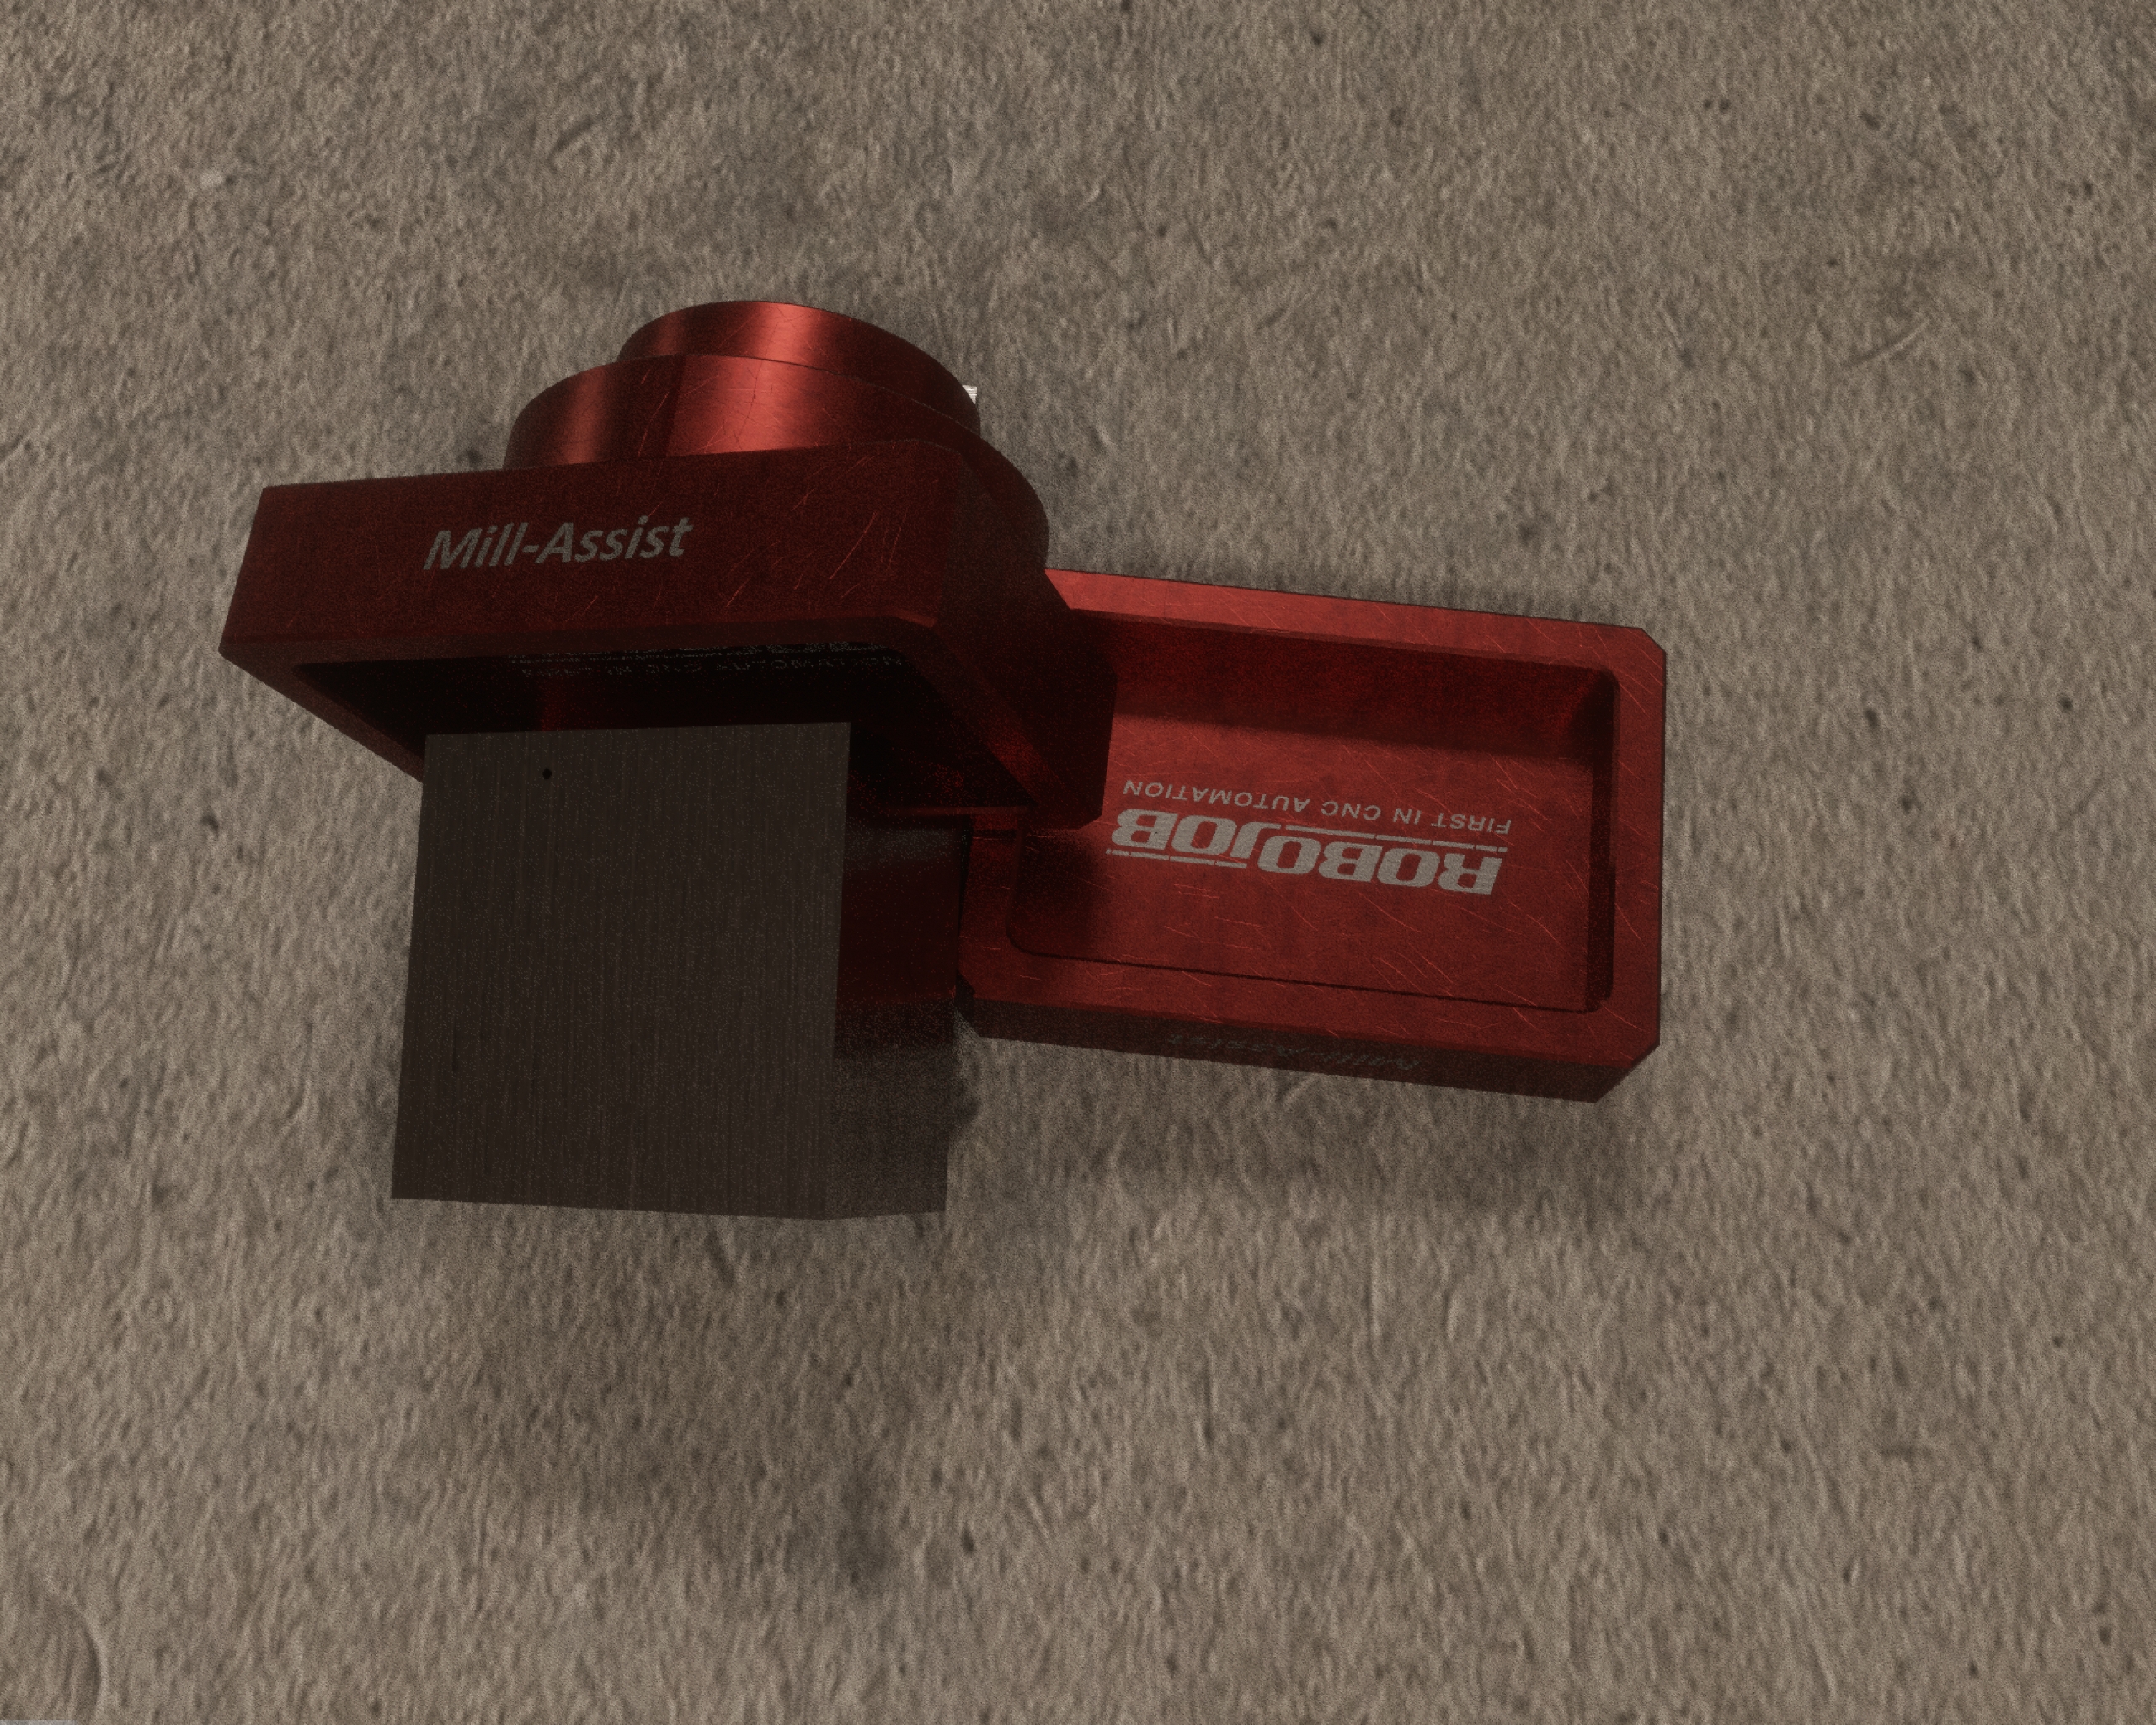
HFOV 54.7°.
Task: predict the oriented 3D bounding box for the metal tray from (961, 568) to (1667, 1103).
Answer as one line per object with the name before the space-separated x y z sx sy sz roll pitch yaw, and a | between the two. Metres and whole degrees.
metal tray | 0.046 -0.006 0.409 0.131 0.030 0.090 6 70 2

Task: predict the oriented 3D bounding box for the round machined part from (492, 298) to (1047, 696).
round machined part | -0.054 -0.066 0.383 0.099 0.098 0.042 6 70 2

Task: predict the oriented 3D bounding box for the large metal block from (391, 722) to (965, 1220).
large metal block | -0.068 0.020 0.368 0.080 0.050 0.080 0 82 18

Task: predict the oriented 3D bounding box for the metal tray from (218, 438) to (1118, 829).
metal tray | -0.068 -0.035 0.369 0.130 0.090 0.030 0 70 19

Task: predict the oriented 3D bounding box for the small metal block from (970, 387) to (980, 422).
small metal block | -0.049 -0.074 0.436 0.050 0.025 0.050 6 70 2
